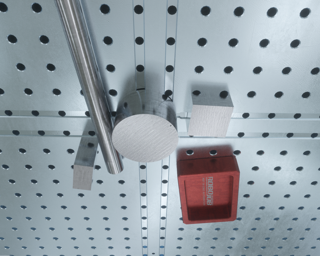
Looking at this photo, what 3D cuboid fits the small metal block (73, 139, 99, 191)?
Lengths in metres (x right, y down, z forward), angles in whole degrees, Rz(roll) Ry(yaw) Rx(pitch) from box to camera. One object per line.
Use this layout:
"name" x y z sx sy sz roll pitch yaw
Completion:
"small metal block" -0.105 0.052 0.438 0.025 0.050 0.050 9 130 -8

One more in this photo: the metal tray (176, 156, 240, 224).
"metal tray" 0.077 0.104 0.497 0.091 0.030 0.129 -5 130 4

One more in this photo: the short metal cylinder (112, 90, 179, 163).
"short metal cylinder" -0.018 -0.002 0.394 0.081 0.050 0.079 0 130 0

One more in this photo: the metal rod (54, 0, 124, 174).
"metal rod" -0.081 -0.053 0.365 0.025 0.025 0.298 -5 130 3

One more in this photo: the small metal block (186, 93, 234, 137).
"small metal block" 0.063 -0.016 0.399 0.050 0.025 0.050 3 130 -3
